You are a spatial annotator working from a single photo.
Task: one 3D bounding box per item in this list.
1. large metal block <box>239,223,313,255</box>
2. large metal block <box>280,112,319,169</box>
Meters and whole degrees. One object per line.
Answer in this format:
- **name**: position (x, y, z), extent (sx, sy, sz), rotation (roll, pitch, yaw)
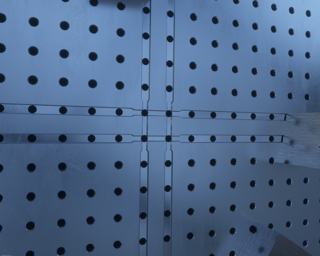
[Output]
- **large metal block**: position (0.170, 0.203, 0.462), extent (0.080, 0.050, 0.080), rotation (36, 78, -17)
- **large metal block**: position (0.235, 0.021, 0.469), extent (0.050, 0.080, 0.080), rotation (11, 87, -20)
